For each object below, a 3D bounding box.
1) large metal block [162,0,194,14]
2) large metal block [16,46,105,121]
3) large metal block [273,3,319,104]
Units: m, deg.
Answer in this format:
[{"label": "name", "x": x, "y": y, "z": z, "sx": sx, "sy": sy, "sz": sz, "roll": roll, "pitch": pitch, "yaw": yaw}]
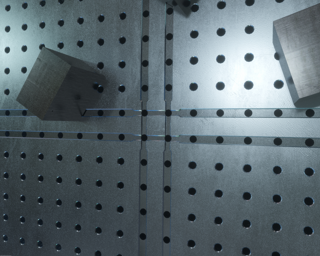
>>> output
[{"label": "large metal block", "x": 0.016, "y": -0.208, "z": 0.393, "sx": 0.080, "sy": 0.050, "sz": 0.080, "roll": 37, "pitch": 102, "yaw": 16}, {"label": "large metal block", "x": -0.135, "y": -0.057, "z": 0.430, "sx": 0.050, "sy": 0.080, "sz": 0.080, "roll": 35, "pitch": 101, "yaw": 16}, {"label": "large metal block", "x": 0.158, "y": -0.074, "z": 0.328, "sx": 0.050, "sy": 0.080, "sz": 0.080, "roll": -18, "pitch": 84, "yaw": 19}]
